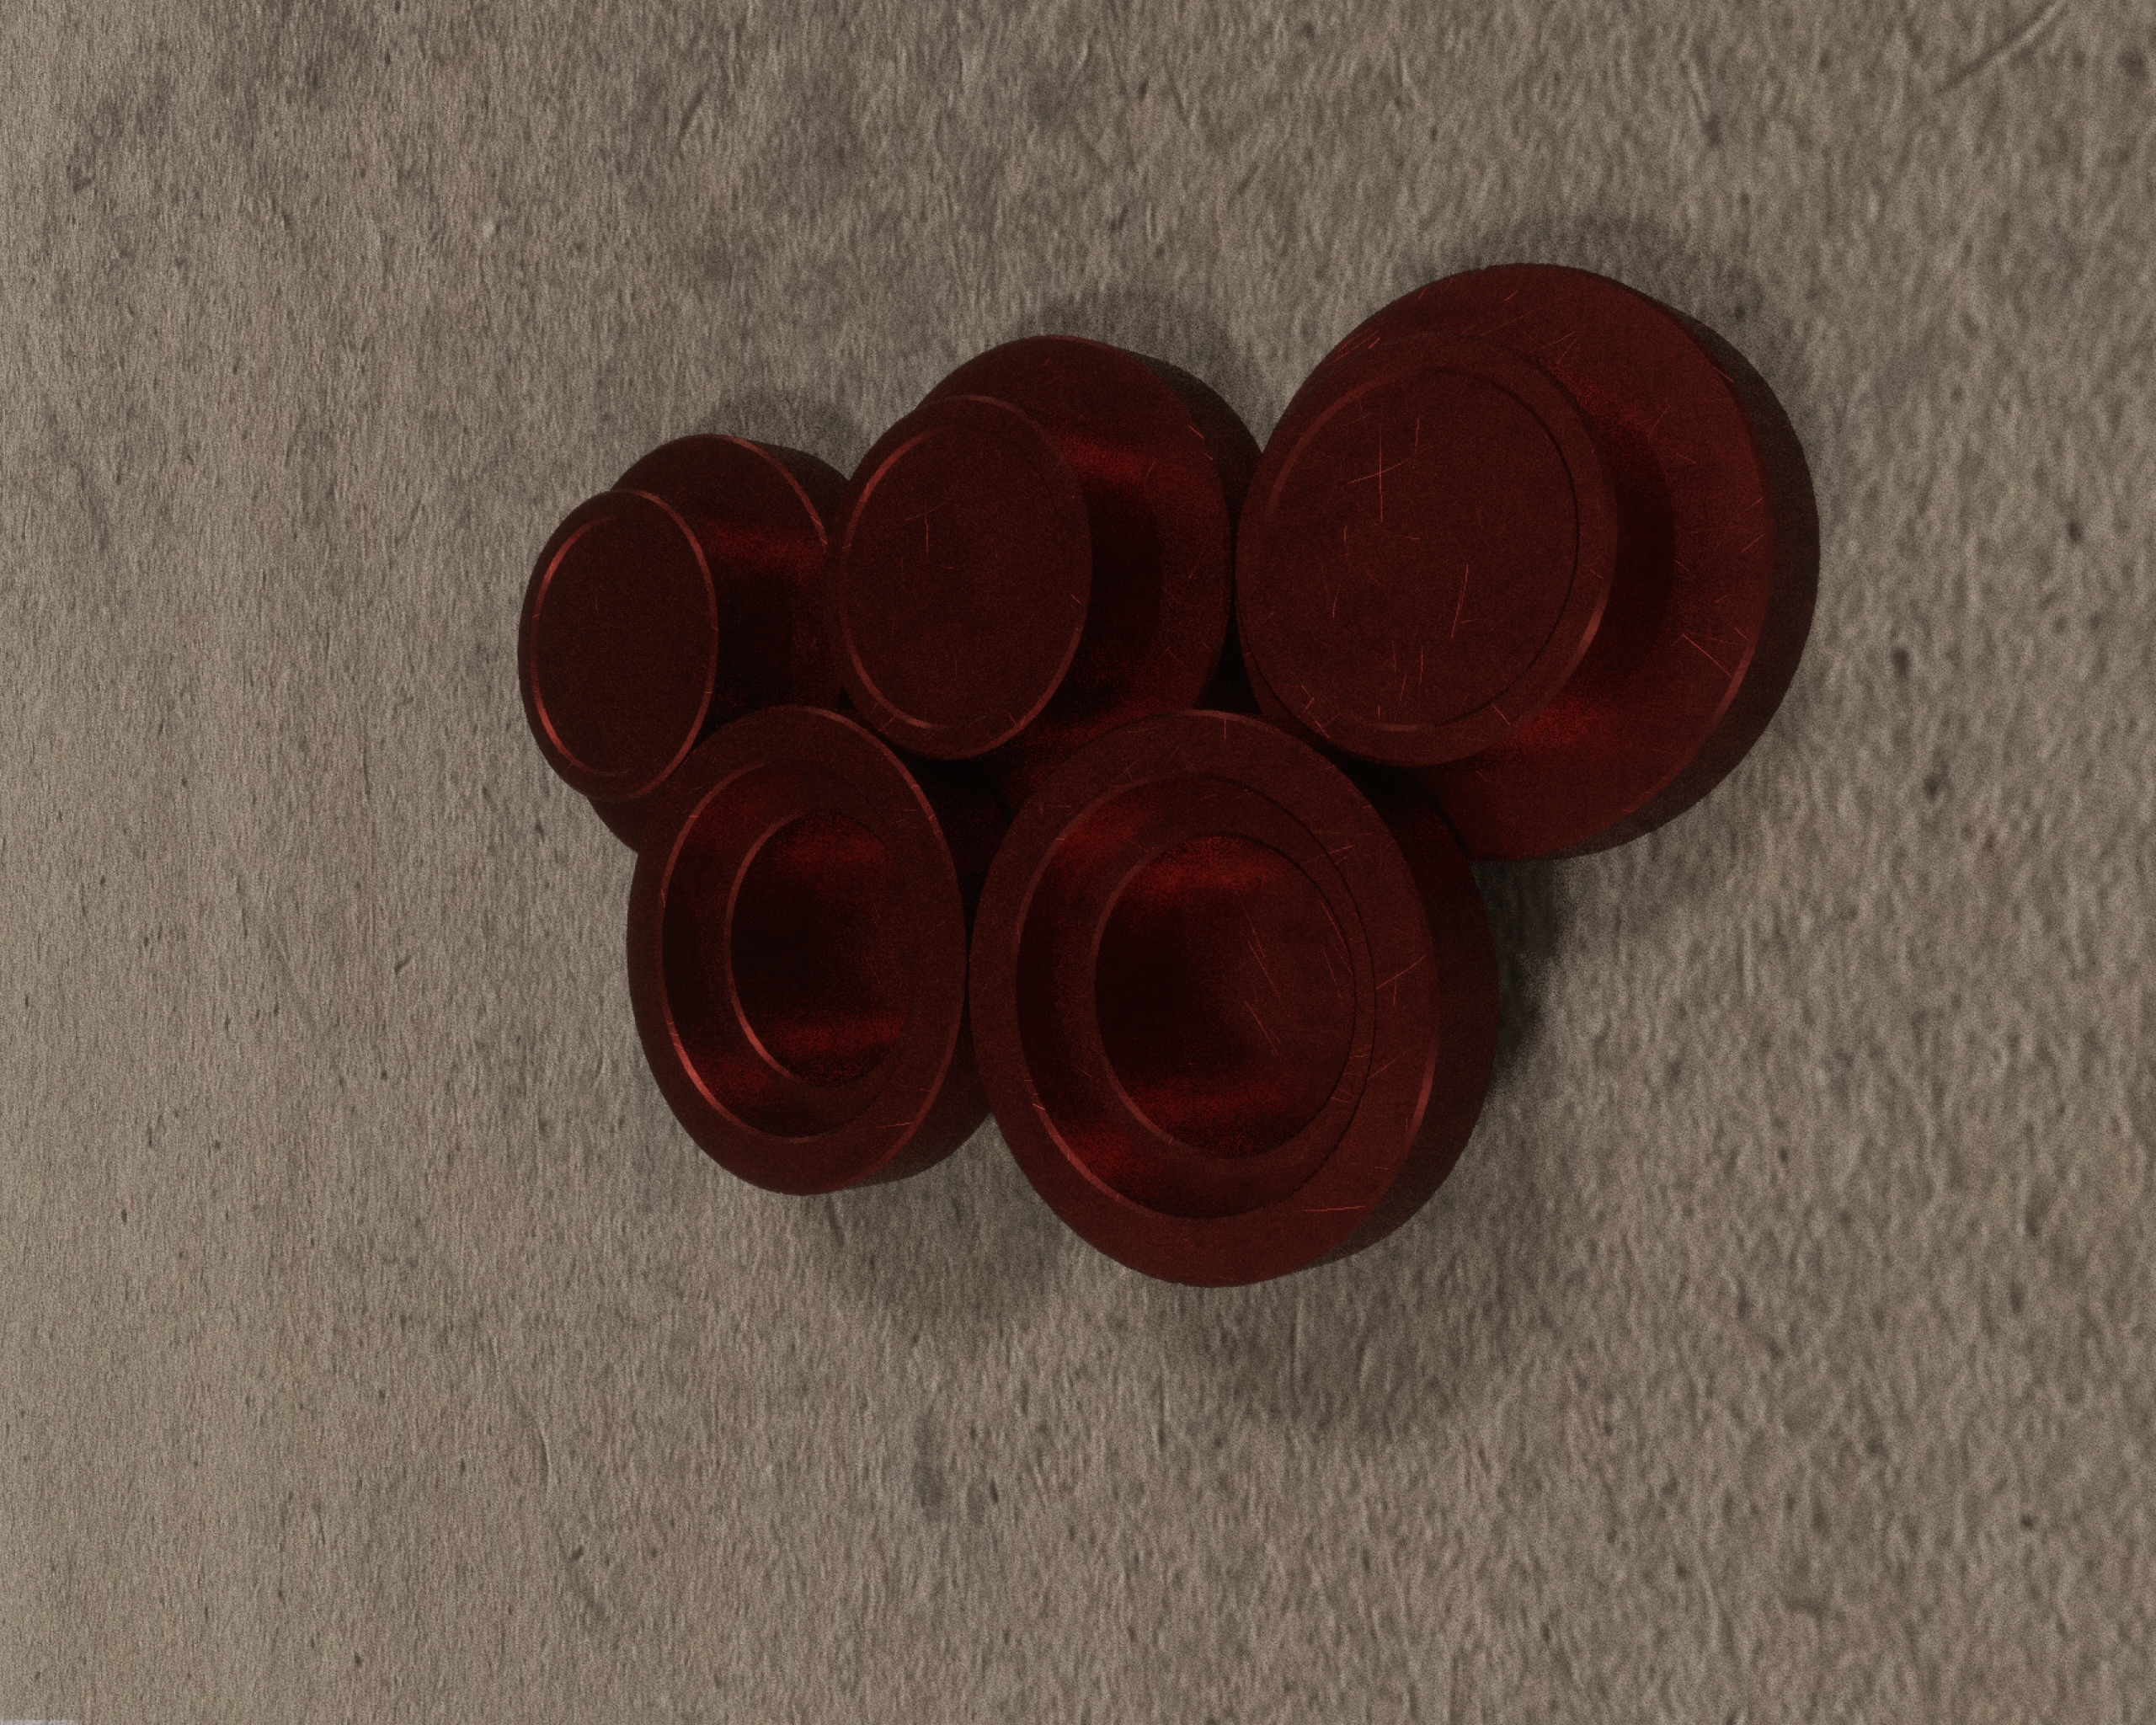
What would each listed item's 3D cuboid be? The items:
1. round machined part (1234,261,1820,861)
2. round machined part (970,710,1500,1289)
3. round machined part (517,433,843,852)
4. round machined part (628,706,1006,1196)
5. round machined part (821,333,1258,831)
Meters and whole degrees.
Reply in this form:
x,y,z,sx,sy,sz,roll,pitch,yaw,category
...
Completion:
x,y,z,sx,sy,sz,roll,pitch,yaw,category
0.065,-0.049,0.341,0.098,0.042,0.097,0,90,39,round machined part
0.031,0.023,0.368,0.098,0.042,0.097,0,90,39,round machined part
-0.087,-0.047,0.465,0.098,0.042,0.097,0,90,39,round machined part
-0.045,0.017,0.430,0.098,0.042,0.097,0,90,39,round machined part
-0.011,-0.053,0.403,0.098,0.042,0.097,0,90,39,round machined part
